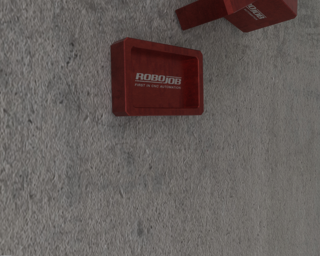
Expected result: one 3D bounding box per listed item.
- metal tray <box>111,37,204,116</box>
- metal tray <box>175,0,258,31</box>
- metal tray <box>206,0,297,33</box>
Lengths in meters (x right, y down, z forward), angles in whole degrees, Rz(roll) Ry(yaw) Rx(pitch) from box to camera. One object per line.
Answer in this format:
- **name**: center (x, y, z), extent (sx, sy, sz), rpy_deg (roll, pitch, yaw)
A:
- **metal tray**: center (0.001, -0.061, 0.401), extent (0.131, 0.030, 0.089), rpy_deg (-2, 92, -40)
- **metal tray**: center (0.096, -0.183, 0.441), extent (0.131, 0.090, 0.030), rpy_deg (-37, 113, -34)
- **metal tray**: center (0.130, -0.189, 0.451), extent (0.131, 0.090, 0.030), rpy_deg (16, 76, -43)
